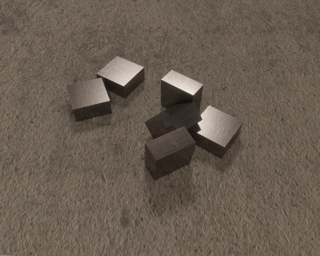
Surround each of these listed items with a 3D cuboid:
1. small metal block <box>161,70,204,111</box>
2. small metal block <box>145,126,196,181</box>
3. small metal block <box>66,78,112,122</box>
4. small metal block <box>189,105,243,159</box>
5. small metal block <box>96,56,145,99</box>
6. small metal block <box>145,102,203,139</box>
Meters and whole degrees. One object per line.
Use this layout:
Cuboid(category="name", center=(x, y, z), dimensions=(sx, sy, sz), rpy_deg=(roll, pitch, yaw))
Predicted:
Cuboid(category="small metal block", center=(0.029, -0.044, 0.425), dimensions=(0.050, 0.050, 0.025), rpy_deg=(29, 56, 22))
Cuboid(category="small metal block", center=(0.010, 0.030, 0.360), dimensions=(0.050, 0.050, 0.025), rpy_deg=(-23, 60, -19))
Cuboid(category="small metal block", center=(-0.100, -0.040, 0.436), dimensions=(0.050, 0.025, 0.050), rpy_deg=(-15, 52, -13))
Cuboid(category="small metal block", center=(0.071, 0.004, 0.401), dimensions=(0.050, 0.025, 0.050), rpy_deg=(29, 56, 22))
Cuboid(category="small metal block", center=(-0.059, -0.077, 0.467), dimensions=(0.050, 0.025, 0.050), rpy_deg=(26, 55, 20))
Cuboid(category="small metal block", center=(0.016, -0.009, 0.393), dimensions=(0.050, 0.025, 0.050), rpy_deg=(-31, 13, -24))
